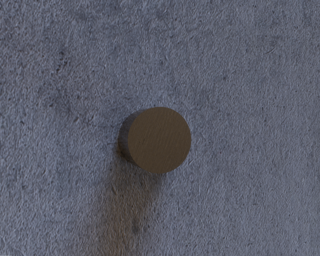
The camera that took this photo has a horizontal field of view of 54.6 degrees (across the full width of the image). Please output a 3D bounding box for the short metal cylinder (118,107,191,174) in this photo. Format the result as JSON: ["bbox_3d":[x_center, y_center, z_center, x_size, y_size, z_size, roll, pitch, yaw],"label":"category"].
[{"bbox_3d":[-0.008,0.014,0.393,0.081,0.050,0.080,0,90,-20],"label":"short metal cylinder"}]
